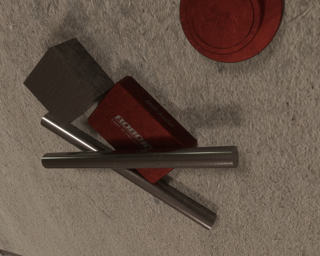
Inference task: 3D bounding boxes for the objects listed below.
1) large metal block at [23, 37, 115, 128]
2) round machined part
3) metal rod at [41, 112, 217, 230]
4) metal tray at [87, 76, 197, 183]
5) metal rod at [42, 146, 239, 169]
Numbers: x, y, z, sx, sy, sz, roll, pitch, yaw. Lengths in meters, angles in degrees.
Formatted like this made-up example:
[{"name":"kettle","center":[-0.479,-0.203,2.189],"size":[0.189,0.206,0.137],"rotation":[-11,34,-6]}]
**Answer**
[{"name":"large metal block","center":[-0.122,-0.059,0.416],"size":[0.080,0.050,0.080],"rotation":[-34,100,38]},{"name":"round machined part","center":[0.064,-0.109,0.294],"size":[0.098,0.042,0.097],"rotation":[13,124,20]},{"name":"metal rod","center":[-0.052,0.062,0.470],"size":[0.301,0.025,0.025],"rotation":[31,128,7]},{"name":"metal tray","center":[-0.026,0.005,0.419],"size":[0.130,0.030,0.090],"rotation":[44,129,-3]},{"name":"metal rod","center":[-0.047,0.042,0.416],"size":[0.300,0.025,0.025],"rotation":[-4,116,30]}]
